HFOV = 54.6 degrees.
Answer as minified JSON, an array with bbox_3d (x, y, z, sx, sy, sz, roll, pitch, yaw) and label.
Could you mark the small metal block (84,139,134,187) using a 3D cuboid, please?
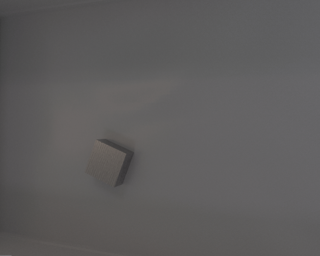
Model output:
[{"bbox_3d":[-0.071,0.048,0.436,0.050,0.025,0.050,23,98,18],"label":"small metal block"}]
